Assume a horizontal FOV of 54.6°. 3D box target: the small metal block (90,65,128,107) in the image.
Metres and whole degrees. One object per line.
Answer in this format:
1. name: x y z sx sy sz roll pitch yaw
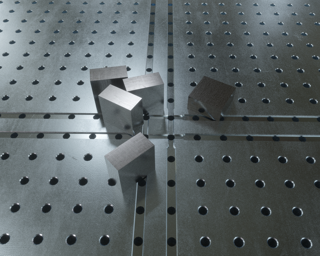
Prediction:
1. small metal block: -0.070 -0.059 0.441 0.050 0.050 0.025 -8 51 -6

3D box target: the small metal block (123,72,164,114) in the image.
1. small metal block: -0.022 -0.046 0.430 0.050 0.050 0.025 -13 51 -11

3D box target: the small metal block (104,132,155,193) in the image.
1. small metal block: -0.033 0.040 0.358 0.050 0.050 0.025 -34 58 -25

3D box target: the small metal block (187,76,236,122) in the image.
1. small metal block: 0.074 -0.043 0.444 0.050 0.025 0.050 25 54 19

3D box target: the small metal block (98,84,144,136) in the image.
1. small metal block: -0.050 -0.024 0.411 0.050 0.050 0.025 25 55 19
